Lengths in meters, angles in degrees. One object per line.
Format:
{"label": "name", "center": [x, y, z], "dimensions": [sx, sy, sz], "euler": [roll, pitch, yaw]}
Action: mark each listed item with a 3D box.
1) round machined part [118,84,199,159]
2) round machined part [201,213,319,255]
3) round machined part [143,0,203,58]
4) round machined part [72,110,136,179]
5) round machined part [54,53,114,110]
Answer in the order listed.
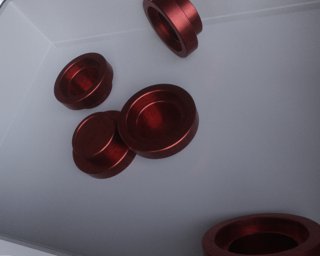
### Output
{"label": "round machined part", "center": [0.001, -0.005, 0.391], "dimensions": [0.098, 0.042, 0.098], "euler": [-8, 57, 14]}
{"label": "round machined part", "center": [0.087, 0.108, 0.258], "dimensions": [0.098, 0.098, 0.042], "euler": [-10, 91, 22]}
{"label": "round machined part", "center": [0.023, -0.152, 0.439], "dimensions": [0.042, 0.098, 0.098], "euler": [-40, 51, -4]}
{"label": "round machined part", "center": [-0.080, 0.017, 0.425], "dimensions": [0.098, 0.042, 0.098], "euler": [-13, 56, 20]}
{"label": "round machined part", "center": [-0.117, -0.070, 0.497], "dimensions": [0.098, 0.042, 0.098], "euler": [-13, 56, 20]}
